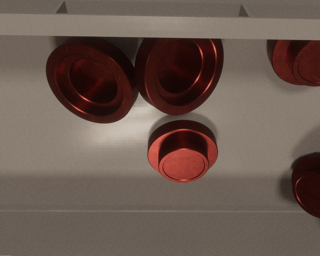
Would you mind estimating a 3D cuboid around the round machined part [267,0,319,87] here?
[{"bbox_3d":[0.168,-0.082,0.325,0.099,0.042,0.097,-1,136,-1],"label":"round machined part"}]

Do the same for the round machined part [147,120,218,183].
[{"bbox_3d":[0.032,0.039,0.432,0.099,0.042,0.097,-1,130,0],"label":"round machined part"}]

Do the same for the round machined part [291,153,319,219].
[{"bbox_3d":[0.229,0.087,0.436,0.042,0.098,0.097,-17,138,-31],"label":"round machined part"}]

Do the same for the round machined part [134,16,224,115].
[{"bbox_3d":[0.016,-0.066,0.322,0.099,0.042,0.097,-18,123,-29],"label":"round machined part"}]

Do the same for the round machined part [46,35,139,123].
[{"bbox_3d":[-0.069,-0.056,0.338,0.098,0.042,0.097,11,132,13],"label":"round machined part"}]
